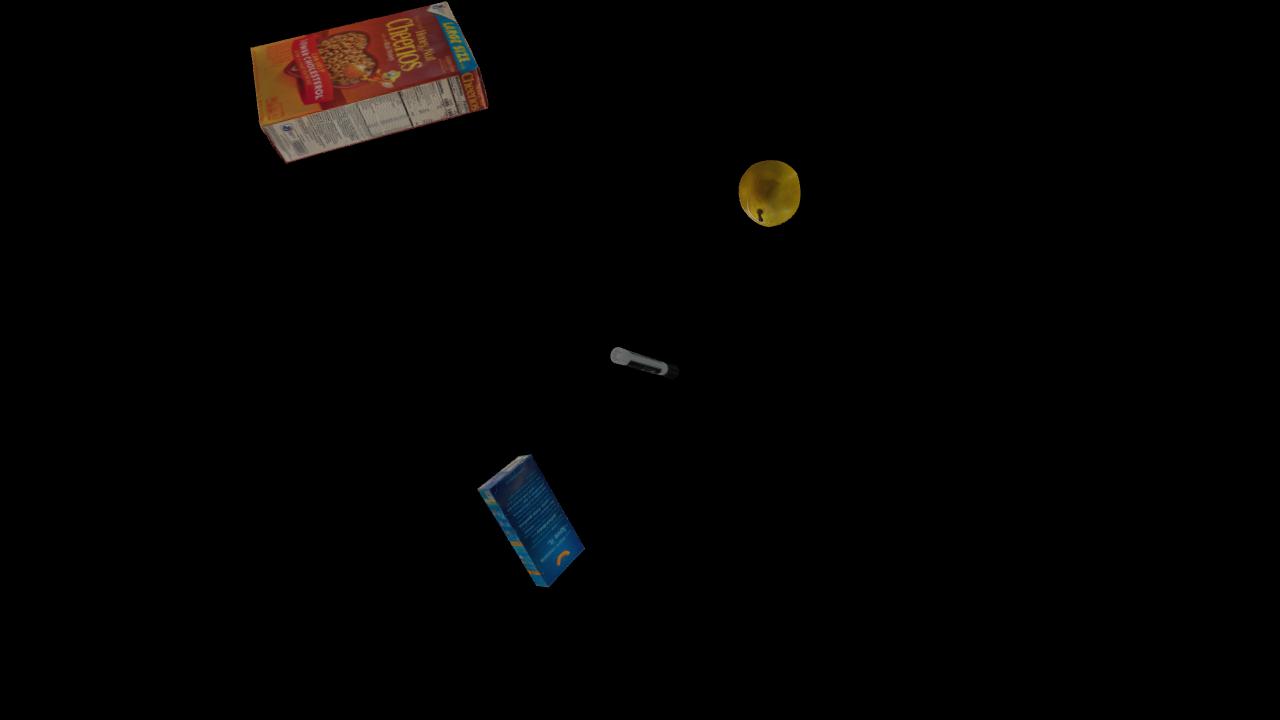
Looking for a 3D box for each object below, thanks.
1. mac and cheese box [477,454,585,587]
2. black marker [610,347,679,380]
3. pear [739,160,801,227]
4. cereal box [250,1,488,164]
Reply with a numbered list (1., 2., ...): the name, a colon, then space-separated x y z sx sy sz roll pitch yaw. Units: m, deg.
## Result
1. mac and cheese box: -0.165 0.247 0.950 0.041 0.184 0.093 -13 18 42
2. black marker: 0.010 0.005 0.732 0.020 0.020 0.121 0 -11 37
3. pear: 0.148 -0.194 0.734 0.080 0.080 0.111 0 23 28
4. cereal box: -0.402 -0.422 0.918 0.306 0.203 0.081 -20 -31 -9
